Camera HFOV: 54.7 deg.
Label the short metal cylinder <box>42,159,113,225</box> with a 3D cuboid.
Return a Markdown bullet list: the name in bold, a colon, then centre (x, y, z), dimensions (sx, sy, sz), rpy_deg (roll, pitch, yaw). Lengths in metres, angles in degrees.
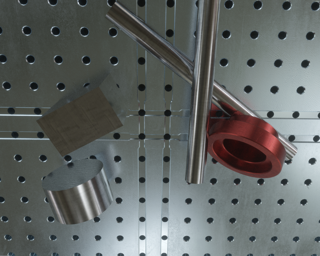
- **short metal cylinder**: centre (-0.108, 0.082, 0.413), dimensions (0.080, 0.080, 0.050), rpy_deg (-12, 110, 4)

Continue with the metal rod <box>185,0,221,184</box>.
- **metal rod**: centre (0.052, -0.080, 0.361), dimensions (0.025, 0.025, 0.298), rpy_deg (3, 101, -2)

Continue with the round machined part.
- **round machined part**: centre (0.111, 0.020, 0.395), dimensions (0.098, 0.098, 0.042), rpy_deg (36, 64, -13)

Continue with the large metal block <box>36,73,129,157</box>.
- **large metal block**: centre (-0.088, -0.019, 0.376), dimensions (0.080, 0.080, 0.050), rpy_deg (-27, 108, 9)

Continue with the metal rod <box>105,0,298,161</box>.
- **metal rod**: centre (0.062, -0.052, 0.395), dimensions (0.301, 0.025, 0.025), rpy_deg (36, 106, -13)
